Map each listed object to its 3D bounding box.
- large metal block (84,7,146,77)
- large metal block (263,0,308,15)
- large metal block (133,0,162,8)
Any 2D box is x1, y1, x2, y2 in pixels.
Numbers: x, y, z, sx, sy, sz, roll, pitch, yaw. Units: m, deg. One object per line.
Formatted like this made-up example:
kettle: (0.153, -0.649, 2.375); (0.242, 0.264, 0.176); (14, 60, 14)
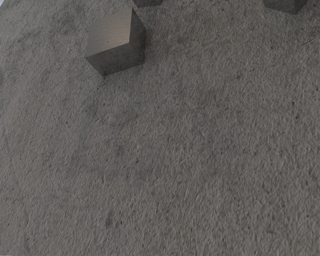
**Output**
large metal block: (-0.071, -0.141, 0.512); (0.080, 0.050, 0.080); (-13, 56, 21)
large metal block: (0.177, -0.212, 0.406); (0.080, 0.080, 0.050); (-49, 51, -6)
large metal block: (-0.025, -0.276, 0.552); (0.050, 0.080, 0.080); (5, 64, 31)
